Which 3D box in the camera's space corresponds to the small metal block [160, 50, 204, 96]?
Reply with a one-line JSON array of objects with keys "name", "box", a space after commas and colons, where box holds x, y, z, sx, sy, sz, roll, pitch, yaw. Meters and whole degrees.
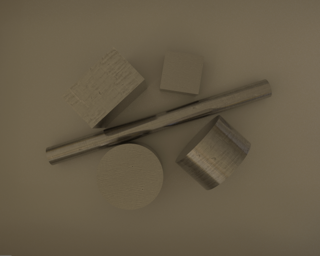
[{"name": "small metal block", "box": [0.028, -0.072, 0.410, 0.050, 0.025, 0.050, 9, 90, -1]}]

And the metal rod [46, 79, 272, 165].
[{"name": "metal rod", "box": [-0.001, -0.008, 0.410, 0.302, 0.025, 0.025, -17, 90, -1]}]

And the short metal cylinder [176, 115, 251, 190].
[{"name": "short metal cylinder", "box": [0.065, 0.030, 0.384, 0.050, 0.080, 0.080, 43, 90, -1]}]

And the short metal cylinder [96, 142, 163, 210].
[{"name": "short metal cylinder", "box": [-0.036, 0.058, 0.396, 0.081, 0.050, 0.079, 0, 90, -1]}]

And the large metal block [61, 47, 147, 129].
[{"name": "large metal block", "box": [-0.063, -0.045, 0.382, 0.080, 0.080, 0.050, -43, 91, 0]}]
